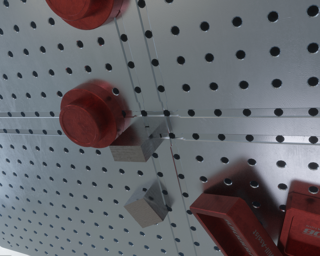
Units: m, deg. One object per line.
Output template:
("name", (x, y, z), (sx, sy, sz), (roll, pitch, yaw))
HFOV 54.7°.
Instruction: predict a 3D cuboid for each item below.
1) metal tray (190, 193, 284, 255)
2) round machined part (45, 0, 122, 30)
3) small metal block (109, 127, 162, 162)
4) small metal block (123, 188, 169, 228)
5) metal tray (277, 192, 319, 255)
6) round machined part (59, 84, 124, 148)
("metal tray", (0.107, 0.150, 0.420), (0.130, 0.030, 0.090), (54, 154, -11))
("round machined part", (-0.094, -0.160, 0.351), (0.098, 0.042, 0.097), (13, 124, 21))
("small metal block", (-0.033, 0.022, 0.426), (0.050, 0.050, 0.025), (-2, 118, 29))
("small metal block", (-0.022, 0.131, 0.504), (0.050, 0.025, 0.050), (-32, 101, 38))
("metal tray", (0.217, 0.136, 0.377), (0.130, 0.030, 0.089), (11, 123, 22))
("round machined part", (-0.105, -0.011, 0.449), (0.098, 0.042, 0.097), (13, 124, 21))
